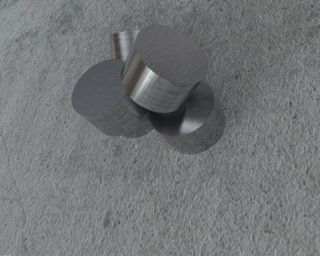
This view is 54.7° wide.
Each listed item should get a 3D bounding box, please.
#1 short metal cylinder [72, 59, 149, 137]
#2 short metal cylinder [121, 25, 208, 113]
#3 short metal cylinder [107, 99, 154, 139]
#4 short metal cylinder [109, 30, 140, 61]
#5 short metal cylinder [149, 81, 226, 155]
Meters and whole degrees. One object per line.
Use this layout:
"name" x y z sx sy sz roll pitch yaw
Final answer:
"short metal cylinder" -0.058 -0.036 0.375 0.080 0.050 0.080 -13 56 20
"short metal cylinder" 0.004 -0.063 0.332 0.050 0.081 0.080 127 147 -50
"short metal cylinder" -0.041 -0.032 0.429 0.080 0.050 0.080 -13 56 20
"short metal cylinder" -0.029 -0.108 0.442 0.080 0.080 0.050 0 101 28
"short metal cylinder" 0.034 -0.014 0.378 0.080 0.050 0.080 -13 56 20
